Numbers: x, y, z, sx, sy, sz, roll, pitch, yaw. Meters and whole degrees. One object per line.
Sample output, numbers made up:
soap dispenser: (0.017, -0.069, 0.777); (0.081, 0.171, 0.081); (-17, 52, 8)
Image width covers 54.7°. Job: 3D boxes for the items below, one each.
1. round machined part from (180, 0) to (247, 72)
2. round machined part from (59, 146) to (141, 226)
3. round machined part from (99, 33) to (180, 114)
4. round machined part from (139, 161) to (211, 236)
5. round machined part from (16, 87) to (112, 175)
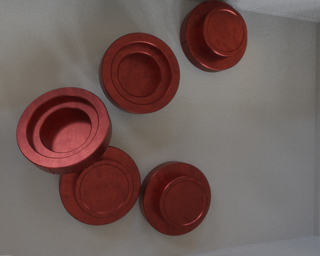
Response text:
round machined part: (0.081, -0.129, 0.431); (0.099, 0.042, 0.097); (0, 90, -20)
round machined part: (-0.070, 0.070, 0.376); (0.099, 0.042, 0.097); (0, 90, -20)
round machined part: (-0.028, -0.066, 0.391); (0.099, 0.042, 0.097); (0, 90, -20)
round machined part: (0.025, 0.095, 0.411); (0.099, 0.042, 0.097); (0, 90, -20)
round machined part: (-0.103, 0.006, 0.348); (0.099, 0.042, 0.098); (-1, 63, 2)
